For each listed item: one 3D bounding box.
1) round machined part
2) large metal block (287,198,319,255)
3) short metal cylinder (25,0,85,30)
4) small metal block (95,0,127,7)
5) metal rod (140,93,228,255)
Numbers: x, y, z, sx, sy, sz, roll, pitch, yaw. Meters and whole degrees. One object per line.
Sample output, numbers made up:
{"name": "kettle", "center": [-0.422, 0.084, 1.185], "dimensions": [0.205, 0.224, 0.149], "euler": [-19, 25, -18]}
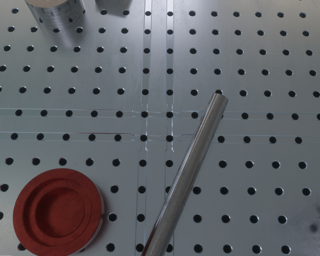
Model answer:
{"name": "round machined part", "center": [-0.115, 0.100, 0.365], "dimensions": [0.099, 0.042, 0.098], "euler": [0, 70, 0]}
{"name": "large metal block", "center": [0.205, 0.102, 0.347], "dimensions": [0.080, 0.080, 0.050], "euler": [-31, 73, -11]}
{"name": "short metal cylinder", "center": [-0.161, -0.197, 0.469], "dimensions": [0.081, 0.050, 0.080], "euler": [0, 70, 0]}
{"name": "small metal block", "center": [-0.074, -0.226, 0.494], "dimensions": [0.050, 0.025, 0.050], "euler": [15, 71, 5]}
{"name": "metal rod", "center": [0.020, 0.087, 0.379], "dimensions": [0.025, 0.025, 0.300], "euler": [23, 71, 8]}
